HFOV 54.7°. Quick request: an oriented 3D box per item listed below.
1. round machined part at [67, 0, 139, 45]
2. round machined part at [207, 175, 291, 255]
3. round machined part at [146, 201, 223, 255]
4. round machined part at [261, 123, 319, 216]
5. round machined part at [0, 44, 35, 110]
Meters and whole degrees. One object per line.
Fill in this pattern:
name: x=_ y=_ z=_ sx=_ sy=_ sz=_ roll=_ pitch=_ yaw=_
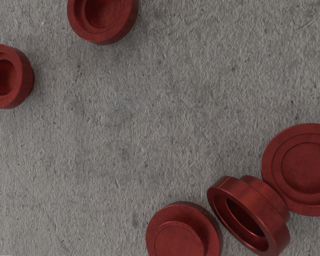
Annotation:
round machined part: x=-0.074 y=-0.162 z=0.426 sx=0.098 sy=0.042 sz=0.097 roll=0 pitch=90 yaw=20
round machined part: x=0.102 y=0.092 z=0.344 sx=0.042 sy=0.098 sz=0.098 roll=-37 pitch=76 yaw=-20
round machined part: x=0.027 y=0.145 z=0.390 sx=0.098 sy=0.042 sz=0.097 roll=0 pitch=90 yaw=20
round machined part: x=0.164 y=0.043 z=0.342 sx=0.098 sy=0.042 sz=0.097 roll=0 pitch=90 yaw=20
round machined part: x=-0.238 y=-0.078 z=0.484 sx=0.098 sy=0.042 sz=0.097 roll=0 pitch=90 yaw=20
